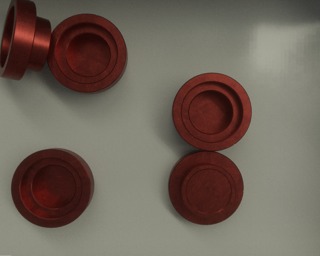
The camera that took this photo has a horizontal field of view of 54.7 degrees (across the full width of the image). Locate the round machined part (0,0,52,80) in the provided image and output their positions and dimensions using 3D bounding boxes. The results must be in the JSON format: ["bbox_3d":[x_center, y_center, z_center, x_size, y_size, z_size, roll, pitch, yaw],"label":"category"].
[{"bbox_3d":[-0.166,-0.107,0.383,0.042,0.098,0.097,9,90,-35],"label":"round machined part"}]

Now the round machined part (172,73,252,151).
[{"bbox_3d":[0.065,-0.020,0.403,0.099,0.042,0.097,0,90,0],"label":"round machined part"}]

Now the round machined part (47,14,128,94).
[{"bbox_3d":[-0.091,-0.093,0.401,0.099,0.042,0.097,0,90,-1],"label":"round machined part"}]

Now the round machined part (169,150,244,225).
[{"bbox_3d":[0.060,0.078,0.403,0.099,0.042,0.097,0,90,0],"label":"round machined part"}]

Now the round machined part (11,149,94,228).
[{"bbox_3d":[-0.134,0.074,0.402,0.099,0.042,0.097,0,90,0],"label":"round machined part"}]
